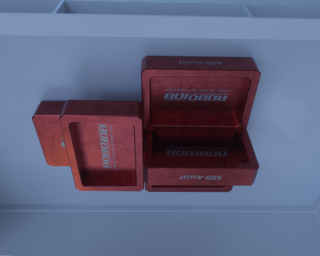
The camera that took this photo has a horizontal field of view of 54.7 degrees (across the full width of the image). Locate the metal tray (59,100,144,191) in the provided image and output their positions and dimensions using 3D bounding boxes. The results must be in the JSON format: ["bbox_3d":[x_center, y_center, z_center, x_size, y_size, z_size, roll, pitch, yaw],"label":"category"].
[{"bbox_3d":[-0.065,0.027,0.385,0.091,0.030,0.129,1,130,-1],"label":"metal tray"}]

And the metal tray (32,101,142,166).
[{"bbox_3d":[-0.089,0.010,0.409,0.131,0.030,0.089,0,130,-1],"label":"metal tray"}]

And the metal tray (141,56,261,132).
[{"bbox_3d":[0.044,-0.038,0.372,0.131,0.030,0.089,0,130,-1],"label":"metal tray"}]

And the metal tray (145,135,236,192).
[{"bbox_3d":[0.044,0.054,0.450,0.131,0.030,0.089,0,130,-1],"label":"metal tray"}]

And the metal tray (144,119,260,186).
[{"bbox_3d":[0.047,0.028,0.387,0.131,0.090,0.030,1,130,-1],"label":"metal tray"}]
